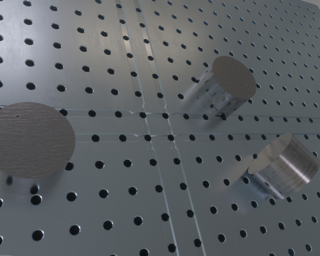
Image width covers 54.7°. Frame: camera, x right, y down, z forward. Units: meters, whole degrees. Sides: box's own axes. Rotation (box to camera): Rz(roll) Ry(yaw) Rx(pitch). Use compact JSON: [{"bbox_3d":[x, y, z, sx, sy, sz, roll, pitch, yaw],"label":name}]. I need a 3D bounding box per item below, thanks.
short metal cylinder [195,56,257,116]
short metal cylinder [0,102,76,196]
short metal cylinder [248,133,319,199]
[{"bbox_3d":[0.103,-0.066,0.488,0.081,0.050,0.080,14,56,-21],"label":"short metal cylinder"},{"bbox_3d":[-0.130,0.021,0.309,0.081,0.050,0.080,14,56,-21],"label":"short metal cylinder"},{"bbox_3d":[0.171,0.053,0.433,0.050,0.080,0.080,44,51,2],"label":"short metal cylinder"}]
